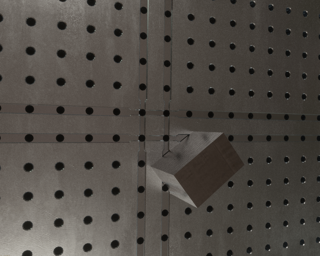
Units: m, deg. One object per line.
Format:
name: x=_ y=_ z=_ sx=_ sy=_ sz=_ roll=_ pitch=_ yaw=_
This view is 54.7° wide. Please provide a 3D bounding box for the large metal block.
large metal block: x=0.046 y=0.049 z=0.402 sx=0.080 sy=0.080 sz=0.050 roll=-38 pitch=103 yaw=-16
